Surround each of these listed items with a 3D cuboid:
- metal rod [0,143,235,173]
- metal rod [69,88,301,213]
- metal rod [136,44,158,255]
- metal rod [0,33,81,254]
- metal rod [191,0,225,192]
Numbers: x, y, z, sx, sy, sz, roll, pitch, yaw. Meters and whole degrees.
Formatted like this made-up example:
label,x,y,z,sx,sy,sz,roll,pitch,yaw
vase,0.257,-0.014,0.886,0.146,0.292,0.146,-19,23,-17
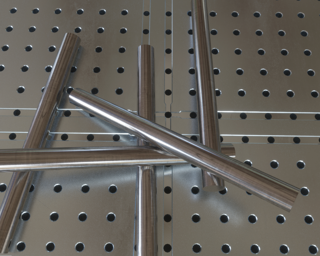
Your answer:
label,x,y,z,sx,sy,sz,roll,pitch,yaw
metal rod,-0.053,0.034,0.360,0.302,0.025,0.025,0,70,-16
metal rod,0.006,0.012,0.360,0.300,0.025,0.025,25,71,27
metal rod,-0.018,0.025,0.402,0.025,0.025,0.299,-1,70,-1
metal rod,-0.159,0.005,0.408,0.025,0.025,0.299,11,70,3
metal rod,0.060,-0.065,0.414,0.025,0.025,0.299,0,62,0
